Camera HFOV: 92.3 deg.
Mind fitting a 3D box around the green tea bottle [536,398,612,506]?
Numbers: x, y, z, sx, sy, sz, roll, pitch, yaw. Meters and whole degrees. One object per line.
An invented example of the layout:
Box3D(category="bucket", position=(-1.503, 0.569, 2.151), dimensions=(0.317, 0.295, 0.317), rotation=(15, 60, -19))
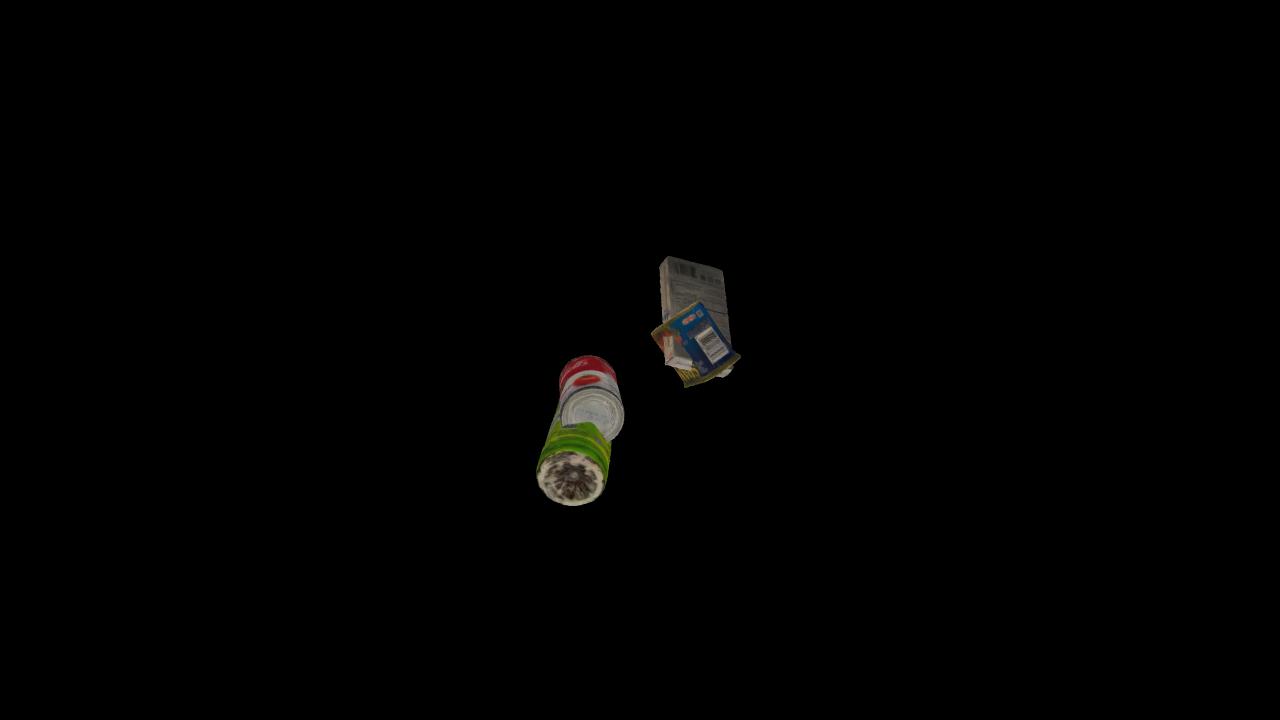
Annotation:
Box3D(category="green tea bottle", position=(-0.062, 0.069, 0.680), dimensions=(0.073, 0.073, 0.212), rotation=(0, 28, 3))

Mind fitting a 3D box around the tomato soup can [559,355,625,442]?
Box3D(category="tomato soup can", position=(-0.054, 0.043, 0.664), dimensions=(0.068, 0.068, 0.101), rotation=(0, 20, -8))

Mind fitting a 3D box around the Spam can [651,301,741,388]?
Box3D(category="Spam can", position=(0.065, -0.019, 0.754), dimensions=(0.058, 0.085, 0.101), rotation=(-35, 2, -17))

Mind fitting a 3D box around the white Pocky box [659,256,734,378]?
Box3D(category="white Pocky box", position=(0.069, -0.056, 0.767), dimensions=(0.084, 0.154, 0.028), rotation=(12, -34, -21))
